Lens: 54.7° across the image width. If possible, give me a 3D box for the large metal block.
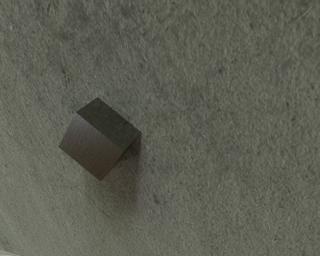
[{"bbox_3d":[-0.087,0.017,0.445,0.080,0.050,0.080,39,129,1],"label":"large metal block"}]
